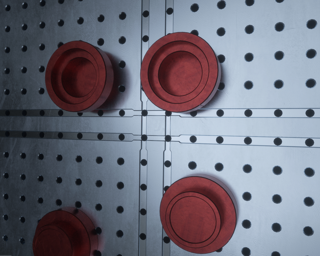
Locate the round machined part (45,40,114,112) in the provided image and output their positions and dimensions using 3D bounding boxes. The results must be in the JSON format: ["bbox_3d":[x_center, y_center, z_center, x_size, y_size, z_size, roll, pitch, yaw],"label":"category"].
[{"bbox_3d":[-0.109,-0.071,0.441,0.098,0.042,0.097,0,90,19],"label":"round machined part"}]

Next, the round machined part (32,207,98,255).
[{"bbox_3d":[-0.145,0.169,0.453,0.098,0.042,0.097,0,90,19],"label":"round machined part"}]

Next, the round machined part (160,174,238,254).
[{"bbox_3d":[0.046,0.109,0.387,0.098,0.042,0.097,0,90,19],"label":"round machined part"}]

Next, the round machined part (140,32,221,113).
[{"bbox_3d":[0.028,-0.067,0.393,0.098,0.042,0.097,0,90,19],"label":"round machined part"}]
